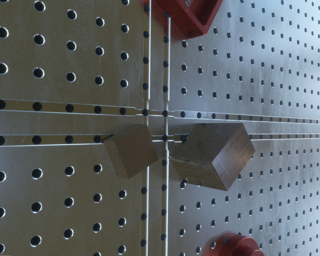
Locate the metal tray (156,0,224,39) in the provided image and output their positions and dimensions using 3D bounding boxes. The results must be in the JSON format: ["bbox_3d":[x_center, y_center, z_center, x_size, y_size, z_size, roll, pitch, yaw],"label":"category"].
[{"bbox_3d":[0.054,-0.209,0.452,0.090,0.030,0.130,40,66,-33],"label":"metal tray"}]

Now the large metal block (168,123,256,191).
[{"bbox_3d":[0.073,0.037,0.437,0.080,0.080,0.050,-45,118,-31],"label":"large metal block"}]

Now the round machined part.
[{"bbox_3d":[0.143,0.234,0.522,0.099,0.042,0.097,0,90,-40],"label":"round machined part"}]

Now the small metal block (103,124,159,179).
[{"bbox_3d":[-0.035,0.027,0.382,0.050,0.025,0.050,-30,109,-36],"label":"small metal block"}]
